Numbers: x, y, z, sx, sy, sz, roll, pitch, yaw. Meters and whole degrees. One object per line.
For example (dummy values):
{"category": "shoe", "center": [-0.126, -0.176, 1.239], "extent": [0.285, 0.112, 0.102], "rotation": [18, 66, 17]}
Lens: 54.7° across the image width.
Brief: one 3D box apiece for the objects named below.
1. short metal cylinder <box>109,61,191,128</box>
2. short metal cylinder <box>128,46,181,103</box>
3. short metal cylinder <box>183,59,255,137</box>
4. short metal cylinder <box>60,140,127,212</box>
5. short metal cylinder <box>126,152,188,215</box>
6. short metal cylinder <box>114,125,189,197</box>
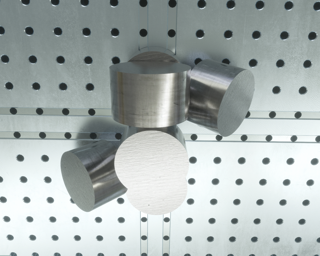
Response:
{"category": "short metal cylinder", "center": [-0.010, -0.037, 0.315], "extent": [0.081, 0.080, 0.050], "rotation": [0, 110, 0]}
{"category": "short metal cylinder", "center": [-0.008, -0.056, 0.379], "extent": [0.081, 0.050, 0.079], "rotation": [0, 111, 0]}
{"category": "short metal cylinder", "center": [0.068, -0.036, 0.364], "extent": [0.050, 0.081, 0.079], "rotation": [25, 114, 34]}
{"category": "short metal cylinder", "center": [-0.085, 0.060, 0.399], "extent": [0.050, 0.080, 0.079], "rotation": [-20, 117, -40]}
{"category": "short metal cylinder", "center": [-0.005, 0.071, 0.425], "extent": [0.081, 0.050, 0.079], "rotation": [0, 111, -1]}
{"category": "short metal cylinder", "center": [-0.009, 0.031, 0.357], "extent": [0.081, 0.050, 0.079], "rotation": [0, 110, 0]}
